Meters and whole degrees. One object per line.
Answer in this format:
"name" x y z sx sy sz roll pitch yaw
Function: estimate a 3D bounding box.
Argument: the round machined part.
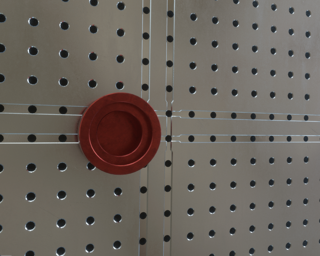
"round machined part" -0.052 0.007 0.384 0.099 0.042 0.097 0 90 -20
